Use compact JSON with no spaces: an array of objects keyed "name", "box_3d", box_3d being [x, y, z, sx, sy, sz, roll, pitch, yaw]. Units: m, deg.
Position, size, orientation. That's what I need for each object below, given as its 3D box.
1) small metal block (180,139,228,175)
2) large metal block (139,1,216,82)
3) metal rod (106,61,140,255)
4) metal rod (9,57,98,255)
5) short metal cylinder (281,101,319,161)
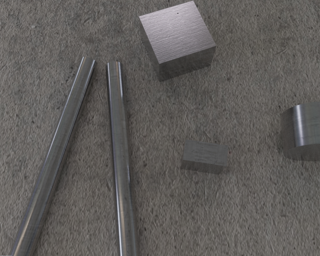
[{"name":"small metal block","box_3d":[0.053,0.037,0.382,0.050,0.050,0.025,8,71,3]},{"name":"large metal block","box_3d":[0.023,-0.122,0.440,0.080,0.050,0.080,-19,71,-7]},{"name":"metal rod","box_3d":[-0.047,0.052,0.388,0.025,0.025,0.299,-6,70,-2]},{"name":"metal rod","box_3d":[-0.134,0.043,0.391,0.025,0.025,0.299,12,70,4]},{"name":"short metal cylinder","box_3d":[0.192,0.007,0.378,0.080,0.080,0.050,3,70,1]}]
